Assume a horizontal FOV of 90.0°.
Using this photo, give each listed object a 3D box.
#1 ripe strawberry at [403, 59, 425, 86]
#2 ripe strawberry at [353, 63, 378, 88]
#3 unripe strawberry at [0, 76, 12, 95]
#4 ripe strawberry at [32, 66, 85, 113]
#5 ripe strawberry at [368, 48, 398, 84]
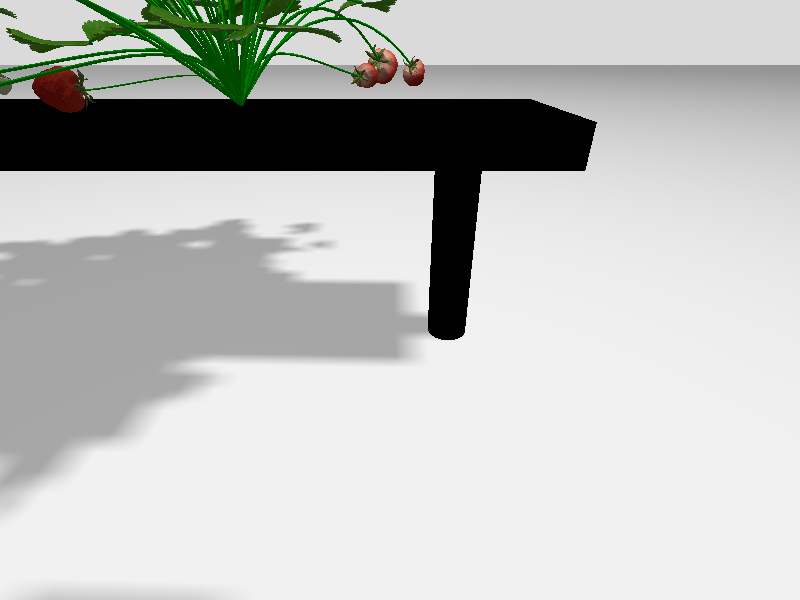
[{"bbox_3d":[0.018,-0.268,0.475,0.025,0.029,0.027,21,-4,30],"label":"ripe strawberry"},{"bbox_3d":[-0.038,-0.258,0.460,0.029,0.025,0.029,14,34,22],"label":"ripe strawberry"},{"bbox_3d":[-0.337,-0.181,0.338,0.015,0.015,0.014,5,32,8],"label":"unripe strawberry"},{"bbox_3d":[-0.230,-0.142,0.270,0.026,0.028,0.024,-13,34,-20],"label":"ripe strawberry"},{"bbox_3d":[-0.021,-0.310,0.535,0.040,0.042,0.043,12,10,18],"label":"ripe strawberry"}]
